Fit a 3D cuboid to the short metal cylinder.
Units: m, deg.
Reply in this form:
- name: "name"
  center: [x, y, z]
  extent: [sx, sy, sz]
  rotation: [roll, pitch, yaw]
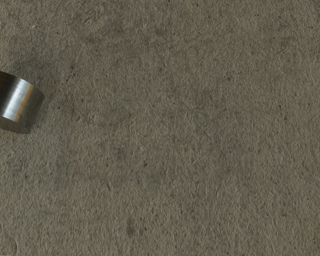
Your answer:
- name: "short metal cylinder"
  center: [-0.194, -0.031, 0.389]
  extent: [0.080, 0.080, 0.050]
  rotation: [14, 71, 5]
